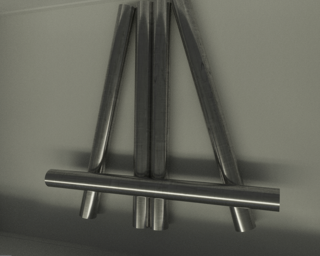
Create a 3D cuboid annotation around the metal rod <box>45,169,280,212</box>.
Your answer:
[{"bbox_3d":[-0.012,0.074,0.386,0.301,0.025,0.025,2,91,20],"label":"metal rod"}]

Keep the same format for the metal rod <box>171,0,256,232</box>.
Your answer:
[{"bbox_3d":[0.065,-0.023,0.386,0.025,0.025,0.299,-17,84,19],"label":"metal rod"}]

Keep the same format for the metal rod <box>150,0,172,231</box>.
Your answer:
[{"bbox_3d":[0.001,-0.018,0.409,0.025,0.025,0.298,1,90,20],"label":"metal rod"}]

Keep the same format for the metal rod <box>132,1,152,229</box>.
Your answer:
[{"bbox_3d":[-0.022,-0.017,0.417,0.025,0.025,0.298,1,90,20],"label":"metal rod"}]

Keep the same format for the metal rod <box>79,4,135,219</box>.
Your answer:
[{"bbox_3d":[-0.074,-0.020,0.435,0.025,0.025,0.298,13,94,19],"label":"metal rod"}]
